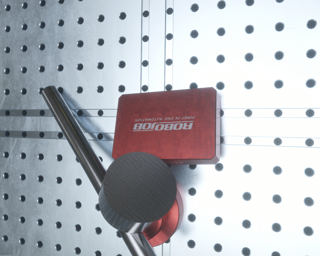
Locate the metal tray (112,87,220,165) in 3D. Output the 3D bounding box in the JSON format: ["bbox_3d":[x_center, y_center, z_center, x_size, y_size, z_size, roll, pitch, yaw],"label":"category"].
[{"bbox_3d":[0.008,-0.001,0.392,0.130,0.030,0.090,-2,71,19],"label":"metal tray"}]

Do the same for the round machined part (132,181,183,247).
[{"bbox_3d":[-0.022,0.110,0.410,0.098,0.042,0.097,0,90,19],"label":"round machined part"}]

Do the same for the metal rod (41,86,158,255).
[{"bbox_3d":[-0.086,0.054,0.408,0.025,0.025,0.300,-44,64,14],"label":"metal rod"}]

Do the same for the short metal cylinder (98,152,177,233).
[{"bbox_3d":[-0.027,0.074,0.354,0.080,0.081,0.050,48,148,13],"label":"short metal cylinder"}]

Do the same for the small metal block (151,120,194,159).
[{"bbox_3d":[0.017,0.015,0.406,0.050,0.025,0.050,-10,87,19],"label":"small metal block"}]
